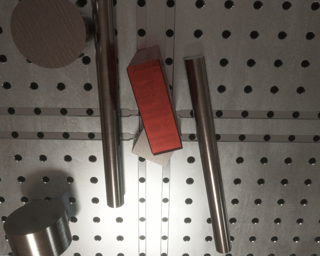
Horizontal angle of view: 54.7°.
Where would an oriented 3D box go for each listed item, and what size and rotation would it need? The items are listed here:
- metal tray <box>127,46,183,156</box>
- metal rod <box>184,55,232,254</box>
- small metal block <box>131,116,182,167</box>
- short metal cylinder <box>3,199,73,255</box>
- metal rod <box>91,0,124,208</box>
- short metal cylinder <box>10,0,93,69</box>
[{"bbox_3d":[-0.004,-0.037,0.344,0.030,0.130,0.089,-14,110,5],"label":"metal tray"},{"bbox_3d":[0.071,0.050,0.432,0.025,0.025,0.298,-11,110,3],"label":"metal rod"},{"bbox_3d":[-0.005,0.018,0.420,0.050,0.025,0.050,24,108,-9],"label":"small metal block"},{"bbox_3d":[-0.169,0.144,0.435,0.080,0.080,0.050,-6,110,2],"label":"short metal cylinder"},{"bbox_3d":[-0.066,-0.030,0.401,0.025,0.025,0.298,-1,110,0],"label":"metal rod"},{"bbox_3d":[-0.120,-0.113,0.357,0.081,0.050,0.079,0,110,-1],"label":"short metal cylinder"}]
